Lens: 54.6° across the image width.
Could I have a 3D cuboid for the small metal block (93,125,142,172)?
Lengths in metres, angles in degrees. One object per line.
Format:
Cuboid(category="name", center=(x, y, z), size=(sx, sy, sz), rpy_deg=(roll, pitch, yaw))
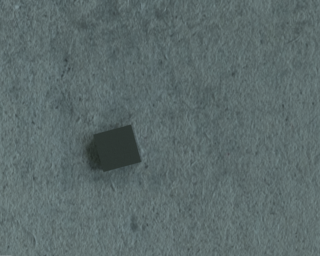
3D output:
Cuboid(category="small metal block", center=(-0.055, 0.026, 0.410), size=(0.050, 0.025, 0.050), rpy_deg=(-15, 90, 0))
